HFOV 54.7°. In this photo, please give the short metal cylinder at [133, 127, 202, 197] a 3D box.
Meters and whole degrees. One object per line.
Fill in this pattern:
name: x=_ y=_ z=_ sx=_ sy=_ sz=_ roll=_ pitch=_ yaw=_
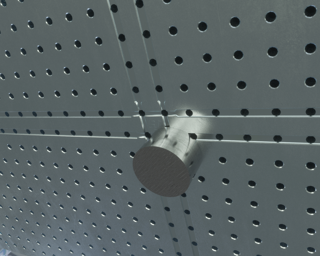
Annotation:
short metal cylinder: x=0.011 y=0.045 z=0.416 sx=0.080 sy=0.050 sz=0.079 roll=13 pitch=124 yaw=20
